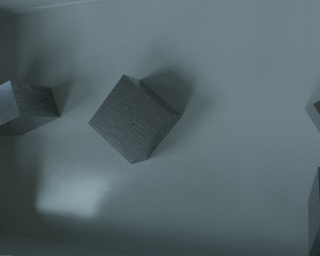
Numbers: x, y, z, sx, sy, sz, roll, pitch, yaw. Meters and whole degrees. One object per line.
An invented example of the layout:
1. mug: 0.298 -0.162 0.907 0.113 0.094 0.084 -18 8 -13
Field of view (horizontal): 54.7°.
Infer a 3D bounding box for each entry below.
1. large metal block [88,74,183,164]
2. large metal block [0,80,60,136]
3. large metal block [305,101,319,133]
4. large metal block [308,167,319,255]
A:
1. large metal block: -0.032 -0.011 0.407 0.080 0.050 0.080 41 103 15
2. large metal block: -0.211 -0.026 0.454 0.080 0.080 0.050 -22 83 18
3. large metal block: 0.201 -0.020 0.311 0.080 0.080 0.050 -30 80 17
4. large metal block: 0.195 0.090 0.305 0.080 0.080 0.050 10 125 19
